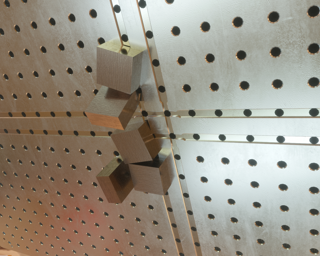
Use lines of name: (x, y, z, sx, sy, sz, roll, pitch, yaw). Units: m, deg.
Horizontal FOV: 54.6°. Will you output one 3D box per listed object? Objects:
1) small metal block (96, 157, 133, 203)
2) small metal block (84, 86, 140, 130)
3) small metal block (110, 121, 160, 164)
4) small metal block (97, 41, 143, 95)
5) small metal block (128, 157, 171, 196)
small metal block: (-0.066, 0.080, 0.480, 0.025, 0.050, 0.050, -7, 115, 31)
small metal block: (-0.062, -0.028, 0.407, 0.050, 0.050, 0.025, 10, 144, 23)
small metal block: (-0.035, 0.022, 0.444, 0.050, 0.025, 0.050, -12, 113, 33)
small metal block: (-0.052, -0.076, 0.392, 0.050, 0.025, 0.050, 20, 126, 16)
small metal block: (-0.015, 0.070, 0.463, 0.050, 0.025, 0.050, 4, 121, 26)
